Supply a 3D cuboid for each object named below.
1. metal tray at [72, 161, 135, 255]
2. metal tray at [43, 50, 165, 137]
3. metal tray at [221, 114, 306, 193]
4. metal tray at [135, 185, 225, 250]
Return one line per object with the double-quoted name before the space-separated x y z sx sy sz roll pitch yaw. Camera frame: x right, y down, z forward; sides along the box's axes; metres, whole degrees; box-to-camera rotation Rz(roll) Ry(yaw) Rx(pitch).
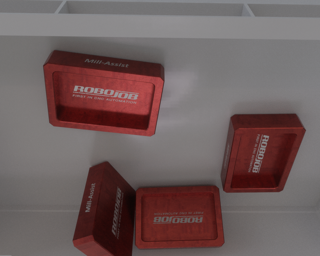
"metal tray" -0.073 0.124 0.445 0.030 0.130 0.090 -22 127 18
"metal tray" -0.065 -0.038 0.372 0.131 0.030 0.089 6 130 -6
"metal tray" 0.140 0.040 0.440 0.091 0.030 0.129 -1 130 0
"metal tray" 0.029 0.139 0.481 0.131 0.090 0.030 -2 155 1
